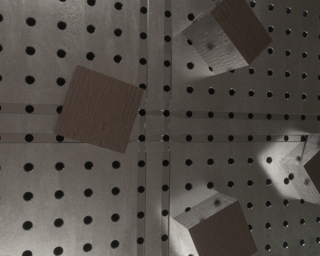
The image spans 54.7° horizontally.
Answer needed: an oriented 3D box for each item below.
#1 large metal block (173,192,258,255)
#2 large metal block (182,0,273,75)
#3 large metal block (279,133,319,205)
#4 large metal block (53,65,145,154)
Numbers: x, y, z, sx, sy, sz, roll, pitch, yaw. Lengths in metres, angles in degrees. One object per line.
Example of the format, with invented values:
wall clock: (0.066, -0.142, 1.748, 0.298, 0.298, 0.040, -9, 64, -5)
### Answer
large metal block: (0.076, 0.148, 0.429, 0.081, 0.050, 0.080, -24, 99, -19)
large metal block: (0.088, -0.124, 0.417, 0.050, 0.080, 0.080, -45, 105, -15)
large metal block: (0.253, 0.065, 0.495, 0.080, 0.050, 0.080, -37, 102, -16)
large metal block: (-0.074, -0.020, 0.372, 0.081, 0.050, 0.080, 19, 84, -20)
